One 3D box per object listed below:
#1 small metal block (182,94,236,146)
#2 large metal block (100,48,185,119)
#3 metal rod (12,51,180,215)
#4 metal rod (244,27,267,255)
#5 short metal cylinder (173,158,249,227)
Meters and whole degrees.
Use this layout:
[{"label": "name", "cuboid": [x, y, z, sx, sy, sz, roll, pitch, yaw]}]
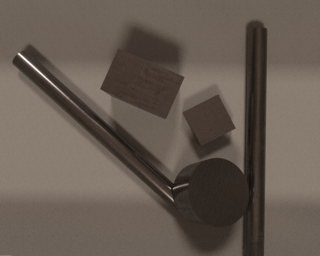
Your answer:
[{"label": "small metal block", "cuboid": [0.064, -0.010, 0.412, 0.050, 0.025, 0.050, -27, 90, -1]}, {"label": "large metal block", "cuboid": [-0.020, -0.050, 0.384, 0.080, 0.080, 0.050, 24, 90, -1]}, {"label": "metal rod", "cuboid": [-0.073, 0.008, 0.410, 0.300, 0.025, 0.025, 42, 90, -1]}, {"label": "metal rod", "cuboid": [0.128, 0.019, 0.413, 0.025, 0.025, 0.298, 1, 90, -1]}, {"label": "short metal cylinder", "cuboid": [0.062, 0.080, 0.386, 0.081, 0.050, 0.080, 5, 75, -18]}]
